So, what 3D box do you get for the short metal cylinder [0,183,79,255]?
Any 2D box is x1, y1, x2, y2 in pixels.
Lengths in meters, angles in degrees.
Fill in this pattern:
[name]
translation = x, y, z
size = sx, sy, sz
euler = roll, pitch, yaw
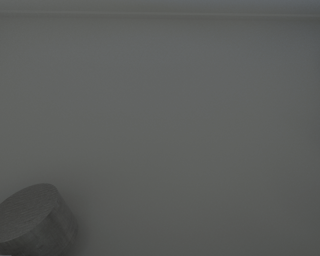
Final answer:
[short metal cylinder]
translation = -0.137, 0.106, 0.335
size = 0.080, 0.050, 0.080
euler = -15, 29, 9
